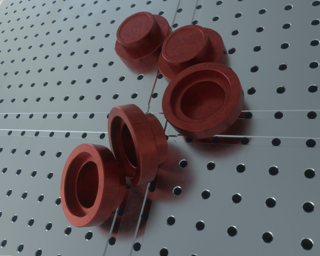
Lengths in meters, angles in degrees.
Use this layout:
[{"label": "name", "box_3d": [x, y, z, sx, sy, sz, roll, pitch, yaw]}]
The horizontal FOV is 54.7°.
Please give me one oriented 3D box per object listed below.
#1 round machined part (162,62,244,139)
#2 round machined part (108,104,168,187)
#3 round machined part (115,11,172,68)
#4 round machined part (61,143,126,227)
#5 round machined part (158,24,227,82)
[{"label": "round machined part", "box_3d": [0.055, -0.030, 0.386, 0.098, 0.042, 0.098, -13, 57, 21]}, {"label": "round machined part", "box_3d": [-0.025, 0.018, 0.375, 0.042, 0.097, 0.098, -13, 46, -27]}, {"label": "round machined part", "box_3d": [-0.031, -0.149, 0.504, 0.098, 0.042, 0.098, -13, 57, 20]}, {"label": "round machined part", "box_3d": [-0.079, 0.069, 0.379, 0.098, 0.042, 0.098, -13, 72, 44]}, {"label": "round machined part", "box_3d": [0.041, -0.107, 0.440, 0.098, 0.042, 0.098, -13, 56, 20]}]
